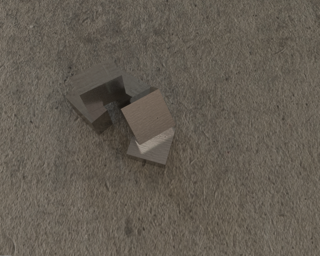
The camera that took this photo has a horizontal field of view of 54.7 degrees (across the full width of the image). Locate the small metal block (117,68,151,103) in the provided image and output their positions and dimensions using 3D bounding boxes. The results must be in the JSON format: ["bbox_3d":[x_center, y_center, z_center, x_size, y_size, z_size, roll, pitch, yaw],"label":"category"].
[{"bbox_3d":[-0.039,-0.047,0.413,0.050,0.050,0.025,31,73,10],"label":"small metal block"}]

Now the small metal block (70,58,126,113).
[{"bbox_3d":[-0.070,-0.048,0.360,0.050,0.050,0.025,-28,73,-10],"label":"small metal block"}]

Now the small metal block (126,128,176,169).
[{"bbox_3d":[-0.011,0.020,0.402,0.050,0.025,0.050,15,71,5],"label":"small metal block"}]

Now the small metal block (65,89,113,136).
[{"bbox_3d":[-0.091,-0.022,0.403,0.025,0.050,0.050,-43,76,-14],"label":"small metal block"}]

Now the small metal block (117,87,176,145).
[{"bbox_3d":[-0.017,-0.015,0.375,0.050,0.025,0.050,-30,110,-11],"label":"small metal block"}]
